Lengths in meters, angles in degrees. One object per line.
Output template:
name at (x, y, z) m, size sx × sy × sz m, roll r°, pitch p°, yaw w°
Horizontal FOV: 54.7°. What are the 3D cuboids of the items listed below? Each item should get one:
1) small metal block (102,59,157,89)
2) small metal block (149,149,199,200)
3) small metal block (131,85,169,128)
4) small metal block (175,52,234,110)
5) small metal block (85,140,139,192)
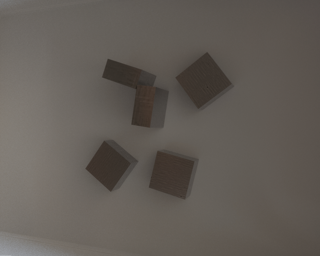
small metal block at (-0.040, -0.068, 0.411) m, size 0.050 × 0.050 × 0.025 m, roll 21°, pitch 97°, yaw 19°
small metal block at (0.018, 0.059, 0.404) m, size 0.050 × 0.025 × 0.050 m, roll 15°, pitch 95°, yaw 19°
small metal block at (-0.012, -0.027, 0.401) m, size 0.025 × 0.050 × 0.050 m, roll 9°, pitch 93°, yaw 19°
small metal block at (0.057, -0.058, 0.390) m, size 0.050 × 0.025 × 0.050 m, roll -38°, pitch 78°, yaw 16°
small metal block at (-0.067, 0.052, 0.434) m, size 0.050 × 0.025 × 0.050 m, roll 38°, pitch 102°, yaw 16°
